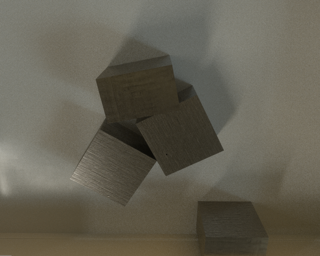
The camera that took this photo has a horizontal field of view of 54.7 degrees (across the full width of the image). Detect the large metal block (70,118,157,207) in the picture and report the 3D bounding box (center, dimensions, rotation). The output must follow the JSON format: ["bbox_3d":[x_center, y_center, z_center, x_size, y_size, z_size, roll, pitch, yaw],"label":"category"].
[{"bbox_3d":[-0.059,0.044,0.414,0.080,0.050,0.080,30,107,-11],"label":"large metal block"}]

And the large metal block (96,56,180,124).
[{"bbox_3d":[-0.023,-0.049,0.364,0.080,0.080,0.050,-10,110,3],"label":"large metal block"}]

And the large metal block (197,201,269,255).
[{"bbox_3d":[0.097,0.148,0.438,0.081,0.080,0.050,1,110,-1],"label":"large metal block"}]

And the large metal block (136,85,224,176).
[{"bbox_3d":[0.025,0.003,0.399,0.080,0.050,0.080,-25,109,8],"label":"large metal block"}]
